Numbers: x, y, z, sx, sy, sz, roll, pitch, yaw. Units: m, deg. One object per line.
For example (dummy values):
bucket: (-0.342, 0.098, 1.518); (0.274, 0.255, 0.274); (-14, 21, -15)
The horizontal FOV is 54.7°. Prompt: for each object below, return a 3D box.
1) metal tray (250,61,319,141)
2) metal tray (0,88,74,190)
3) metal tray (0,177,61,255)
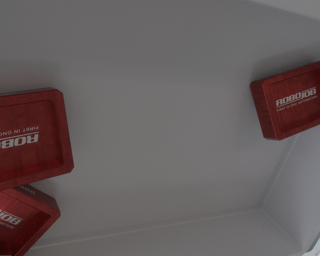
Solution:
metal tray: (0.207, -0.043, 0.464); (0.131, 0.030, 0.090); (-19, 97, -17)
metal tray: (-0.158, 0.014, 0.301); (0.131, 0.030, 0.089); (-13, 107, -29)
metal tray: (-0.194, 0.098, 0.353); (0.090, 0.030, 0.130); (-47, 129, -4)
